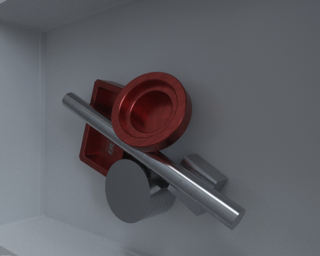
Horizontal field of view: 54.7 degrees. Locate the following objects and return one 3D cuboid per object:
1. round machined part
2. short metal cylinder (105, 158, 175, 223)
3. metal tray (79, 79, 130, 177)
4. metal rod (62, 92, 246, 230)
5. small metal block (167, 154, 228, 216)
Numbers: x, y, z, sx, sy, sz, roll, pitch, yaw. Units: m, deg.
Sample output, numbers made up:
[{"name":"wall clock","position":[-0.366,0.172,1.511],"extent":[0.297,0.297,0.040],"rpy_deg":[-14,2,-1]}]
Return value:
[{"name":"round machined part","position":[-0.007,-0.016,0.381],"extent":[0.098,0.042,0.098],"rpy_deg":[-10,65,22]},{"name":"short metal cylinder","position":[-0.026,0.079,0.407],"extent":[0.080,0.050,0.079],"rpy_deg":[0,90,39]},{"name":"metal tray","position":[-0.069,0.002,0.455],"extent":[0.090,0.030,0.129],"rpy_deg":[23,105,37]},{"name":"metal rod","position":[-0.029,0.025,0.389],"extent":[0.300,0.025,0.025],"rpy_deg":[32,110,32]},{"name":"small metal block","position":[0.044,0.066,0.367],"extent":[0.050,0.025,0.050],"rpy_deg":[39,113,33]}]
